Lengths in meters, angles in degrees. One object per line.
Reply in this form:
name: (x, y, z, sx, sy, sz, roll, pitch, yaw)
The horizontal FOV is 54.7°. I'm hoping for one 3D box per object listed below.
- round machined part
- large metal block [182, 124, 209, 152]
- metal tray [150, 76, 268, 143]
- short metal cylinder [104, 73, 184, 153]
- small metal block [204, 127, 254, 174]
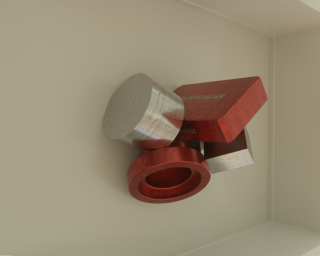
round machined part: (0.009, 0.051, 0.379, 0.098, 0.098, 0.042, 26, 38, -38)
large metal block: (0.065, 0.012, 0.435, 0.081, 0.050, 0.079, -18, 107, -39)
metal tray: (0.052, -0.023, 0.381, 0.090, 0.130, 0.030, -43, 117, -32)
short metal cylinder: (-0.019, -0.015, 0.354, 0.050, 0.080, 0.080, 29, 72, -37)
small metal block: (0.080, 0.022, 0.369, 0.025, 0.050, 0.050, 58, 25, -33)
